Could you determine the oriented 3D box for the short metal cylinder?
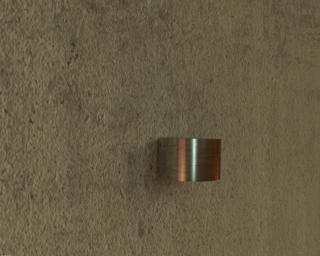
[{"bbox_3d":[0.038,0.038,0.400,0.081,0.080,0.050,2,89,-40],"label":"short metal cylinder"}]
